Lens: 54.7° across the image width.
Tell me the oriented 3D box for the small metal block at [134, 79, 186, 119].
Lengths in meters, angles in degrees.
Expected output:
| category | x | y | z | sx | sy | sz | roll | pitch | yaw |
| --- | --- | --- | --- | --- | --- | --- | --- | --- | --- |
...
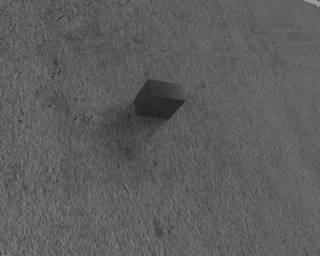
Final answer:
| category | x | y | z | sx | sy | sz | roll | pitch | yaw |
| --- | --- | --- | --- | --- | --- | --- | --- | --- | --- |
| small metal block | -0.001 | -0.037 | 0.412 | 0.050 | 0.050 | 0.025 | 5 | 60 | -26 |
